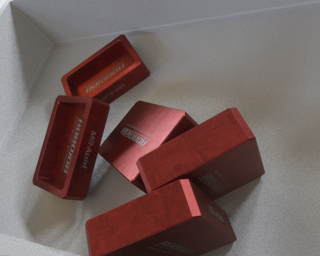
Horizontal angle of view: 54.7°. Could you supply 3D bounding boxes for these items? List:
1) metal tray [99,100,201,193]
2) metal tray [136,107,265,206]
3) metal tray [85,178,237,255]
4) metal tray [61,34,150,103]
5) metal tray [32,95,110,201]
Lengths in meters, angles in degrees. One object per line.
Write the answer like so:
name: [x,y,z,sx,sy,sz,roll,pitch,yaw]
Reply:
metal tray: [-0.019,0.016,0.368,0.090,0.030,0.130,-52,27,-9]
metal tray: [0.046,0.038,0.288,0.090,0.130,0.030,-30,62,9]
metal tray: [0.009,0.093,0.275,0.090,0.130,0.030,-26,56,12]
metal tray: [-0.091,-0.083,0.498,0.130,0.030,0.090,-34,52,5]
metal tray: [-0.121,0.023,0.417,0.090,0.030,0.129,7,81,43]
